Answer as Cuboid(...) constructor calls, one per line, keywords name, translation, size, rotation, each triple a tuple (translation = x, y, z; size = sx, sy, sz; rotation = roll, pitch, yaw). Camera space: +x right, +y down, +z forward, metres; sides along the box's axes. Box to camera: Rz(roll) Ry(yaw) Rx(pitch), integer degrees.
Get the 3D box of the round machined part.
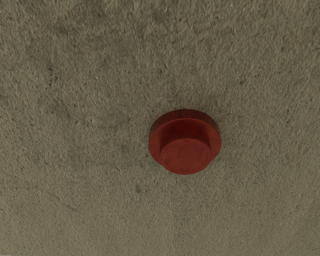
Cuboid(name="round machined part", translation=(0.034, 0.026, 0.418), size=(0.099, 0.042, 0.097), rotation=(0, 130, 0))
